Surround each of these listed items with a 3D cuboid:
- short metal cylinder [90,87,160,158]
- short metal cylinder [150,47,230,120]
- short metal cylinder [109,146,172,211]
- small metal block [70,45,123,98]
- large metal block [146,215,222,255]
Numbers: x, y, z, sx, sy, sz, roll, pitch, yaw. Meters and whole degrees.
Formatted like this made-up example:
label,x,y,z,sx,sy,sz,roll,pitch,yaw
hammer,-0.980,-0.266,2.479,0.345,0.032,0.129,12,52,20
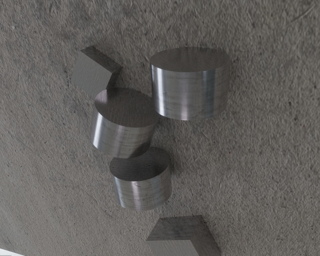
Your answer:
label,x,y,z,sx,sy,sz,roll,pitch,yaw
short metal cylinder,-0.045,-0.008,0.390,0.080,0.080,0.050,27,128,11
short metal cylinder,0.031,-0.049,0.325,0.080,0.080,0.050,11,123,22
short metal cylinder,-0.025,0.067,0.426,0.080,0.080,0.050,8,122,24
small metal block,-0.084,-0.071,0.407,0.050,0.025,0.050,35,129,4
large metal block,0.038,0.187,0.486,0.080,0.050,0.080,-16,110,34
